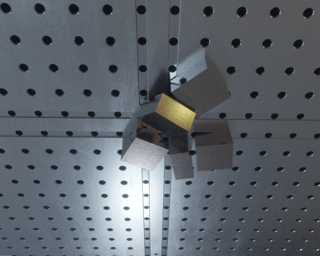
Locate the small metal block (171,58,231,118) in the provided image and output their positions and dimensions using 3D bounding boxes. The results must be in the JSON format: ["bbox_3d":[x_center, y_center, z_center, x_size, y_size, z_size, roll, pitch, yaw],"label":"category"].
[{"bbox_3d":[0.048,-0.047,0.372,0.050,0.025,0.050,-32,124,24],"label":"small metal block"}]

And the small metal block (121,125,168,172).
[{"bbox_3d":[-0.021,0.030,0.437,0.050,0.025,0.050,22,127,-18],"label":"small metal block"}]

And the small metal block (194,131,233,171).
[{"bbox_3d":[0.076,0.034,0.441,0.050,0.025,0.050,-6,130,4],"label":"small metal block"}]

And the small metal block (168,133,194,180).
[{"bbox_3d":[0.029,0.034,0.424,0.025,0.050,0.050,-9,130,7],"label":"small metal block"}]

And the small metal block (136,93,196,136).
[{"bbox_3d":[0.007,-0.015,0.383,0.050,0.025,0.050,30,160,-23],"label":"small metal block"}]
